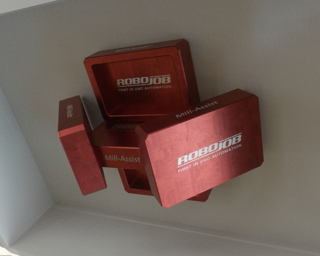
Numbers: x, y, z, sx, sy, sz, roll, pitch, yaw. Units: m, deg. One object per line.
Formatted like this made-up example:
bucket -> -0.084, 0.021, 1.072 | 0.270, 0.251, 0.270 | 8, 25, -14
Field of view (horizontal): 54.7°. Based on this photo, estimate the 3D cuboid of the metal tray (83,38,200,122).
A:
metal tray -> -0.022, -0.054, 0.381 | 0.130, 0.030, 0.089 | -1, 119, 27

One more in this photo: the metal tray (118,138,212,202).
metal tray -> 0.002, 0.053, 0.433 | 0.130, 0.030, 0.089 | 0, 119, 27

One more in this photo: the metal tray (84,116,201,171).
metal tray -> -0.025, 0.013, 0.386 | 0.130, 0.090, 0.030 | 0, 118, 27

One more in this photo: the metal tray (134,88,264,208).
metal tray -> 0.047, 0.020, 0.335 | 0.030, 0.131, 0.089 | -139, 32, -60

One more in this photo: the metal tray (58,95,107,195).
metal tray -> -0.105, 0.017, 0.414 | 0.030, 0.130, 0.089 | -18, 115, -9
